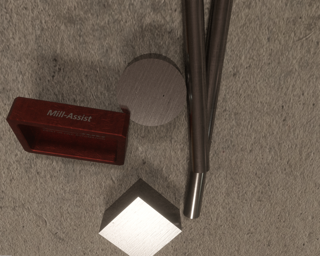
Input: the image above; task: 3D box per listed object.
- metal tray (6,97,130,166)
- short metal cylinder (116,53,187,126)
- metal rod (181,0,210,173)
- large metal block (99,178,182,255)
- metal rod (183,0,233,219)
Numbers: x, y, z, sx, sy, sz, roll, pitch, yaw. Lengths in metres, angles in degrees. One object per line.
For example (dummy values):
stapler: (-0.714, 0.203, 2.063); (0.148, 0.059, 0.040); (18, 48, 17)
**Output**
metal tray: (-0.106, 0.008, 0.381); (0.131, 0.030, 0.090); (9, 150, -4)
short metal cylinder: (-0.010, -0.048, 0.379); (0.081, 0.050, 0.079); (0, 110, -1)
metal rod: (0.040, -0.091, 0.361); (0.025, 0.025, 0.298); (-4, 105, 1)
large metal block: (-0.027, 0.133, 0.445); (0.080, 0.050, 0.080); (42, 105, -14)
metal rod: (0.059, -0.013, 0.405); (0.025, 0.025, 0.298); (4, 110, -2)
